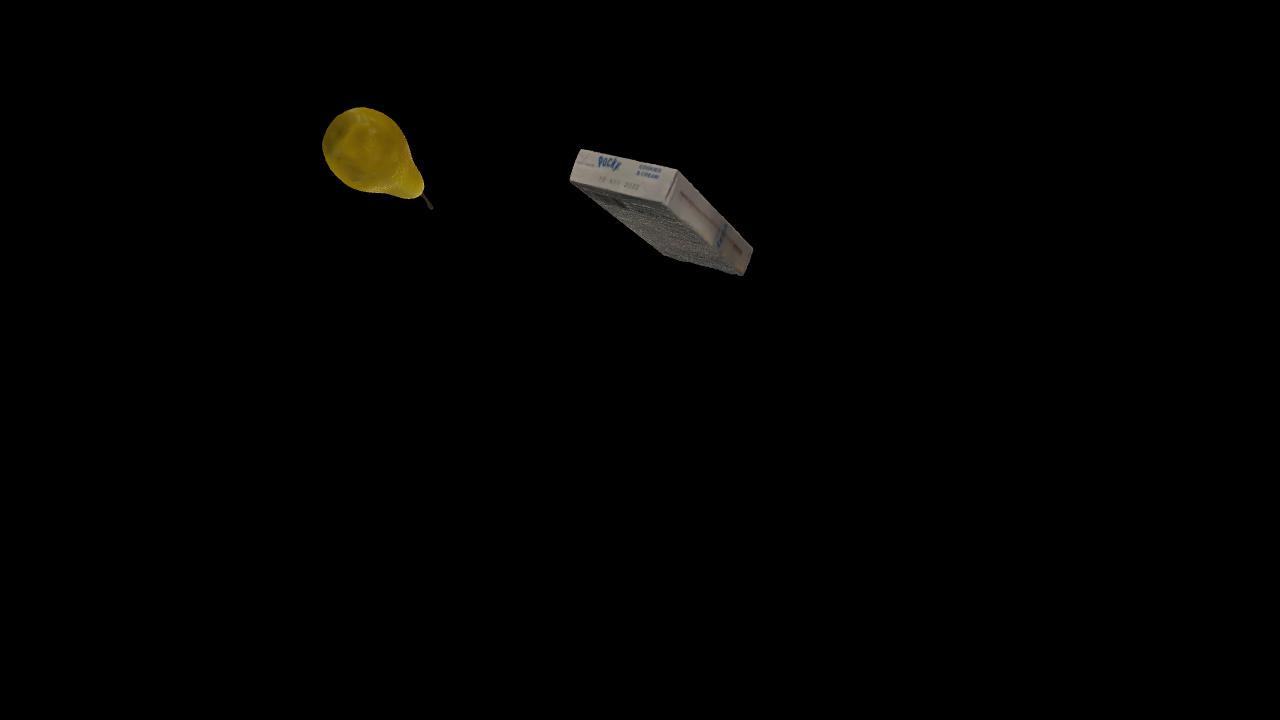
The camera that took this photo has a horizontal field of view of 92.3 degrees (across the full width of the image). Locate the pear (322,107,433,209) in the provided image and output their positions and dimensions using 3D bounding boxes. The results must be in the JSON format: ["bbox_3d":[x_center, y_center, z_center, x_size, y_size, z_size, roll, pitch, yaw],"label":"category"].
[{"bbox_3d":[-0.243,-0.189,0.595,0.080,0.080,0.111,0,-16,29],"label":"pear"}]

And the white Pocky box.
[{"bbox_3d":[0.022,-0.105,0.460,0.084,0.028,0.154,21,0,29],"label":"white Pocky box"}]
